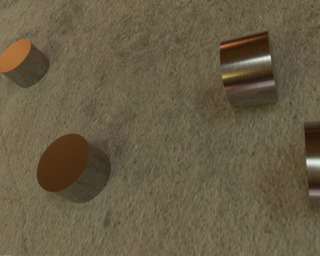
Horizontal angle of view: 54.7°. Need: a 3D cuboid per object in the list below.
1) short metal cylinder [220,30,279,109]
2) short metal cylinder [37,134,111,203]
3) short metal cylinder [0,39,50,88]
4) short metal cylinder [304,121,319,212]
[{"bbox_3d":[0.104,-0.065,0.354,0.050,0.080,0.080,-8,58,24],"label":"short metal cylinder"},{"bbox_3d":[-0.114,0.054,0.412,0.080,0.050,0.080,-13,56,20],"label":"short metal cylinder"},{"bbox_3d":[-0.264,-0.125,0.599,0.080,0.050,0.080,-13,56,20],"label":"short metal cylinder"},{"bbox_3d":[0.155,0.033,0.267,0.050,0.080,0.080,-4,60,26],"label":"short metal cylinder"}]
